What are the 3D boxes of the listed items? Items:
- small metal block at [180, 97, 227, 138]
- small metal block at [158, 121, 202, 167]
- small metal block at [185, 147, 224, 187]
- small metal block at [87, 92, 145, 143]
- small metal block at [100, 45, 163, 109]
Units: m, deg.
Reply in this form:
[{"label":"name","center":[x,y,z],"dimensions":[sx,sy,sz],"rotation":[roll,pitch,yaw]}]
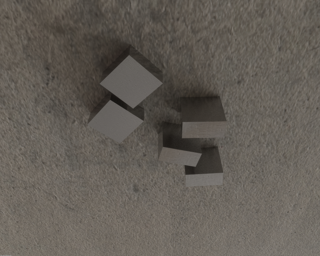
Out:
[{"label":"small metal block","center":[0.051,-0.014,0.380],"dimensions":[0.050,0.050,0.025],"rotation":[-1,130,0]},{"label":"small metal block","center":[0.025,0.021,0.409],"dimensions":[0.050,0.050,0.025],"rotation":[11,129,-9]},{"label":"small metal block","center":[0.060,0.054,0.438],"dimensions":[0.050,0.050,0.025],"rotation":[-3,130,2]},{"label":"small metal block","center":[-0.056,-0.014,0.394],"dimensions":[0.050,0.025,0.050],"rotation":[33,123,-25]},{"label":"small metal block","center":[-0.032,-0.058,0.357],"dimensions":[0.050,0.025,0.050],"rotation":[37,121,-28]}]
